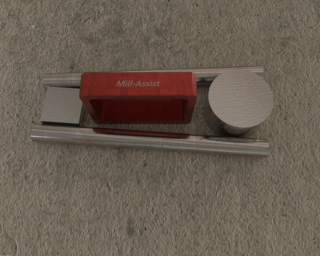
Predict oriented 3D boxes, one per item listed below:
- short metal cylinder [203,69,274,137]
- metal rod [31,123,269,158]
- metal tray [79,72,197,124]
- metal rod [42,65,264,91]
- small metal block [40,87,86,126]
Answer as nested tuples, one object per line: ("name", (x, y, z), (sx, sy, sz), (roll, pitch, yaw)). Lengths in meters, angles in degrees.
("short metal cylinder", (0.100, -0.030, 0.407), (0.081, 0.050, 0.080), (0, 70, 0))
("metal rod", (-0.013, 0.016, 0.403), (0.302, 0.025, 0.025), (4, 70, 1))
("metal tray", (-0.024, -0.034, 0.386), (0.131, 0.090, 0.030), (0, 70, 0))
("metal rod", (-0.008, -0.070, 0.435), (0.302, 0.025, 0.025), (-2, 70, -1))
("small metal block", (-0.128, -0.027, 0.419), (0.050, 0.025, 0.050), (4, 70, 1))
